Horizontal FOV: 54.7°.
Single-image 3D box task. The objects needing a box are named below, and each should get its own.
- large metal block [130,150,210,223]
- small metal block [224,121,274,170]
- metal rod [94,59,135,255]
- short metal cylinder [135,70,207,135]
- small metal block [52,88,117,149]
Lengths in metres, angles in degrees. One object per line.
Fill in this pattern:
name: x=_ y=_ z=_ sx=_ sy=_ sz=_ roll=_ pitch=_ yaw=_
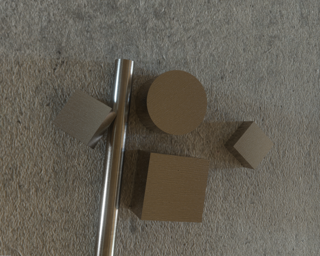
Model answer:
large metal block: x=0.012 y=0.074 z=0.401 sx=0.081 sy=0.050 sz=0.080 roll=9 pitch=87 yaw=-20
small metal block: x=0.132 y=0.025 z=0.460 sx=0.050 sy=0.025 sz=0.050 roll=46 pitch=76 yaw=-15
metal rod: x=-0.059 y=0.064 z=0.387 sx=0.025 sy=0.025 sz=0.298 roll=7 pitch=88 yaw=-20
short metal cylinder: x=0.014 y=-0.031 z=0.402 sx=0.081 sy=0.050 sz=0.079 roll=0 pitch=90 yaw=-21
small metal block: x=-0.088 y=-0.011 z=0.366 sx=0.050 sy=0.025 sz=0.050 roll=30 pitch=79 yaw=12
